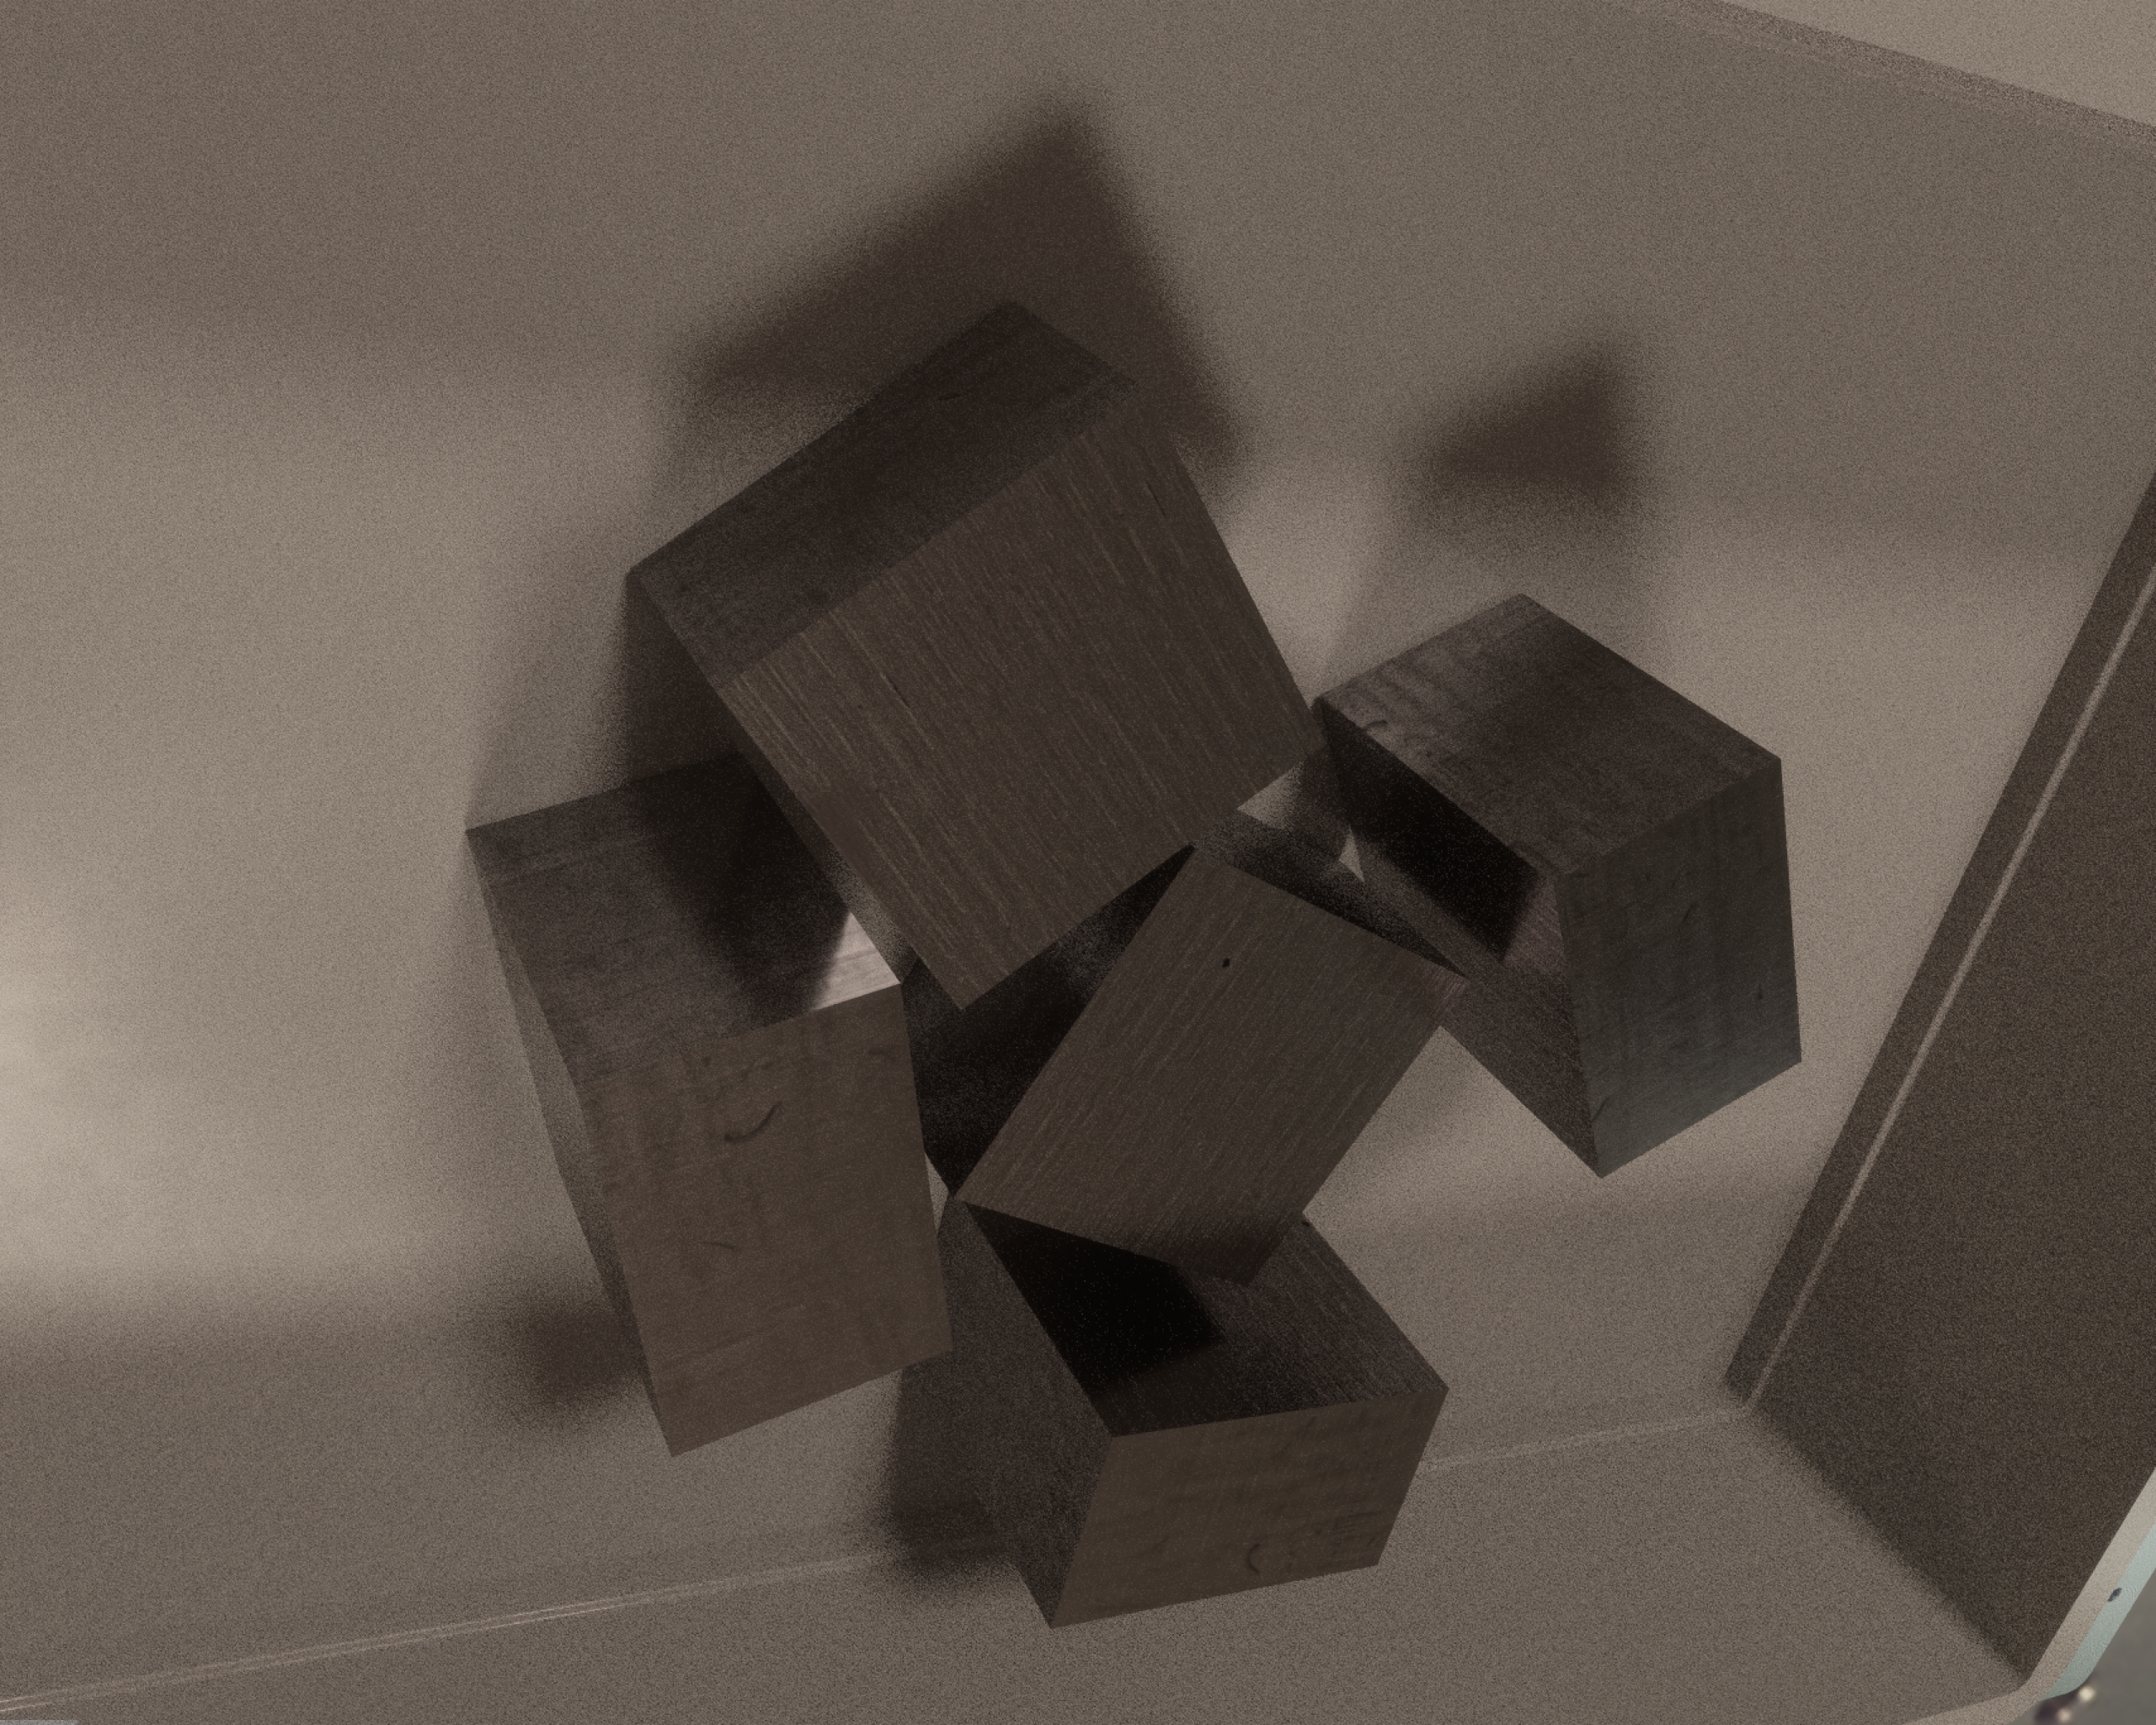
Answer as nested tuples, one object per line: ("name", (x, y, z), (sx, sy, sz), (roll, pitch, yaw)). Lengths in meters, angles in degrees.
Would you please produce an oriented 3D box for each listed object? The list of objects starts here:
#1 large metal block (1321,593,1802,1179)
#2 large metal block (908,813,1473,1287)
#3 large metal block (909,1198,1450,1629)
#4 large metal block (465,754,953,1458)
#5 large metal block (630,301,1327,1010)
("large metal block", (0.099, 0.003, 0.429), (0.050, 0.080, 0.080), (-28, 128, -11))
("large metal block", (0.018, 0.031, 0.421), (0.080, 0.050, 0.080), (25, 105, -37))
("large metal block", (0.019, 0.111, 0.453), (0.081, 0.080, 0.050), (1, 118, -29))
("large metal block", (-0.064, 0.039, 0.362), (0.050, 0.080, 0.079), (-18, 126, -19))
("large metal block", (-0.016, -0.035, 0.361), (0.080, 0.050, 0.080), (-36, 130, -4))
